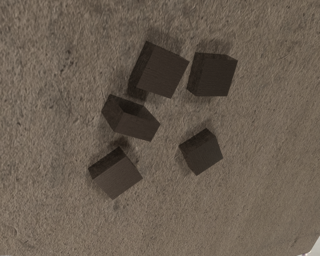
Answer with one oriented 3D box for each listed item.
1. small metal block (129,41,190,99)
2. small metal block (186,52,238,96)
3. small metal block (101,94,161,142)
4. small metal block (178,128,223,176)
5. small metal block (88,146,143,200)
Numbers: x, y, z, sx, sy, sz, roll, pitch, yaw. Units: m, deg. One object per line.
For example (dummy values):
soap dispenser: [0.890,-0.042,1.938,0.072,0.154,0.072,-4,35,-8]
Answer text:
small metal block: [-0.001,-0.068,0.366,0.050,0.025,0.050,15,111,-35]
small metal block: [0.067,-0.069,0.403,0.050,0.025,0.050,-3,120,-27]
small metal block: [-0.035,-0.012,0.365,0.050,0.050,0.025,18,109,-36]
small metal block: [0.062,0.036,0.466,0.050,0.025,0.050,-32,129,-8]
small metal block: [-0.059,0.061,0.414,0.050,0.025,0.050,-35,129,-5]
